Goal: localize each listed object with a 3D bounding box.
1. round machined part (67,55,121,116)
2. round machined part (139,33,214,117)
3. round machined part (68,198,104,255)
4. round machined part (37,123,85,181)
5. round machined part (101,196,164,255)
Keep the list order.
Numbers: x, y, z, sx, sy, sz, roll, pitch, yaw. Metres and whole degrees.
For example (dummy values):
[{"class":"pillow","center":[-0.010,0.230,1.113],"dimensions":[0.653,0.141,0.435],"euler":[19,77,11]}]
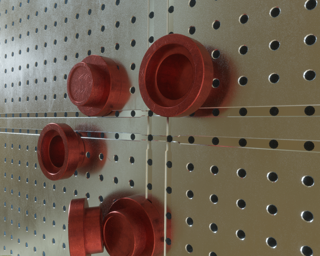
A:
[{"class":"round machined part","center":[-0.111,-0.067,0.491],"dimensions":[0.098,0.042,0.097],"euler":[0,90,40]},{"class":"round machined part","center":[0.023,-0.062,0.380],"dimensions":[0.098,0.042,0.097],"euler":[0,90,40]},{"class":"round machined part","center":[-0.108,0.155,0.468],"dimensions":[0.098,0.042,0.097],"euler":[176,89,-82]},{"class":"round machined part","center":[-0.169,0.040,0.540],"dimensions":[0.098,0.042,0.097],"euler":[0,90,40]},{"class":"round machined part","center":[-0.045,0.148,0.437],"dimensions":[0.098,0.042,0.097],"euler":[0,90,40]}]
